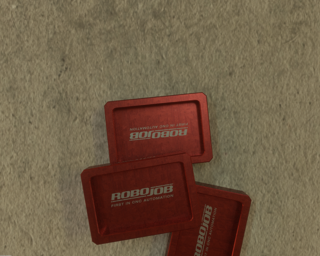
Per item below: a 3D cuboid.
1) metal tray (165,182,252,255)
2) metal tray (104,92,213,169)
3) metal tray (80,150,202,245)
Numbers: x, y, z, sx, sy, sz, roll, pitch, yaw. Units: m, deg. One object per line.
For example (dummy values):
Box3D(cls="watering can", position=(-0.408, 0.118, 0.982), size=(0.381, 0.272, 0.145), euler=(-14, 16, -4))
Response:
Box3D(cls="metal tray", position=(0.060, 0.141, 0.408), size=(0.091, 0.030, 0.129), euler=(12, 90, -1))
Box3D(cls="metal tray", position=(-0.002, 0.005, 0.407), size=(0.131, 0.030, 0.089), euler=(-6, 90, -1))
Box3D(cls="metal tray", position=(-0.022, 0.083, 0.376), size=(0.131, 0.030, 0.089), euler=(-10, 90, -1))
